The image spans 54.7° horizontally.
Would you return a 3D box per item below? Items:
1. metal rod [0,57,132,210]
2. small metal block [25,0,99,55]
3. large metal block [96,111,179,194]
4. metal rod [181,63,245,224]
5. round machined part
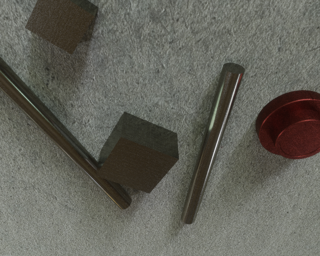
[{"bbox_3d":[-0.125,0.022,0.424,0.025,0.025,0.299,-21,127,17],"label":"metal rod"},{"bbox_3d":[-0.098,-0.111,0.311,0.050,0.025,0.050,29,124,-23],"label":"small metal block"},{"bbox_3d":[-0.031,0.036,0.421,0.080,0.050,0.080,23,126,-19],"label":"large metal block"},{"bbox_3d":[0.066,0.045,0.446,0.025,0.025,0.298,5,130,-5],"label":"metal rod"},{"bbox_3d":[0.179,0.003,0.401,0.099,0.042,0.097,-1,130,0],"label":"round machined part"}]
